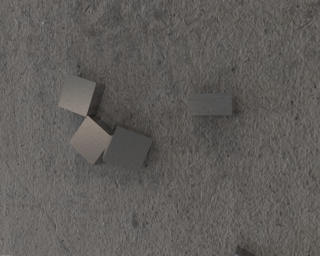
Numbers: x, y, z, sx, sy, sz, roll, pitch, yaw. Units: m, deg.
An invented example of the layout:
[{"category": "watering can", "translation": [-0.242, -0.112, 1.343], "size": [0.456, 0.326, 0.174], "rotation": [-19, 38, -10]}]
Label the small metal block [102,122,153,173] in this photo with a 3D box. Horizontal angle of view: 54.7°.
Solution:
[{"category": "small metal block", "translation": [-0.043, 0.026, 0.412], "size": [0.050, 0.025, 0.050], "rotation": [21, 99, -15]}]

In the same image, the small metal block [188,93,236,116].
[{"category": "small metal block", "translation": [0.064, -0.027, 0.373], "size": [0.050, 0.050, 0.025], "rotation": [0, 90, 20]}]

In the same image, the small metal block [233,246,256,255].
[{"category": "small metal block", "translation": [0.105, 0.180, 0.372], "size": [0.050, 0.025, 0.050], "rotation": [24, 98, 18]}]

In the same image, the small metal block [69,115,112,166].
[{"category": "small metal block", "translation": [-0.093, 0.017, 0.442], "size": [0.050, 0.025, 0.050], "rotation": [40, 103, 15]}]

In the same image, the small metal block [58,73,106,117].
[{"category": "small metal block", "translation": [-0.113, -0.047, 0.449], "size": [0.050, 0.025, 0.050], "rotation": [20, 97, 18]}]
